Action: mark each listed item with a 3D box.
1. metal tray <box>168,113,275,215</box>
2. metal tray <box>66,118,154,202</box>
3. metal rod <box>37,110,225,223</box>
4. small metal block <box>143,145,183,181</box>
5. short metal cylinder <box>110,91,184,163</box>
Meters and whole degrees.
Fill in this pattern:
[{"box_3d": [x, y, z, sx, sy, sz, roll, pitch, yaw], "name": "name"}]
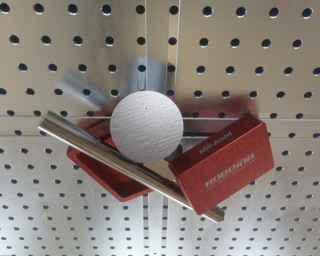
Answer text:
[{"box_3d": [0.085, 0.050, 0.413, 0.131, 0.030, 0.090, -31, 128, -6], "name": "metal tray"}, {"box_3d": [-0.055, 0.049, 0.444, 0.090, 0.030, 0.130, -25, 126, 20], "name": "metal tray"}, {"box_3d": [-0.021, 0.063, 0.421, 0.301, 0.025, 0.025, 33, 123, -26], "name": "metal rod"}, {"box_3d": [0.005, 0.036, 0.421, 0.050, 0.050, 0.025, 33, 123, -25], "name": "small metal block"}, {"box_3d": [-0.017, 0.001, 0.363, 0.081, 0.080, 0.050, 6, 172, -6], "name": "short metal cylinder"}]
